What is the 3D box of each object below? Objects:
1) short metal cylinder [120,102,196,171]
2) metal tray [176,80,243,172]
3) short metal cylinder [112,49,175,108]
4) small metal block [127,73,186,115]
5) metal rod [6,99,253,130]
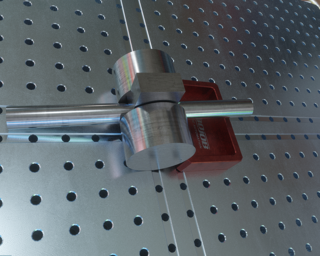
[{"bbox_3d":[-0.003,0.012,0.363,0.081,0.080,0.050,1,61,-28],"label":"short metal cylinder"},{"bbox_3d":[0.055,-0.006,0.438,0.091,0.030,0.130,1,61,-28],"label":"metal tray"},{"bbox_3d":[-0.017,-0.055,0.395,0.081,0.080,0.050,1,62,-28],"label":"short metal cylinder"},{"bbox_3d":[-0.006,-0.037,0.351,0.050,0.050,0.025,-4,63,-21],"label":"small metal block"},{"bbox_3d":[-0.019,-0.019,0.379,0.303,0.025,0.025,-3,63,-20],"label":"metal rod"}]
